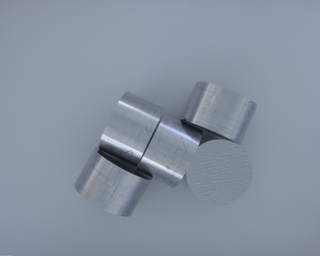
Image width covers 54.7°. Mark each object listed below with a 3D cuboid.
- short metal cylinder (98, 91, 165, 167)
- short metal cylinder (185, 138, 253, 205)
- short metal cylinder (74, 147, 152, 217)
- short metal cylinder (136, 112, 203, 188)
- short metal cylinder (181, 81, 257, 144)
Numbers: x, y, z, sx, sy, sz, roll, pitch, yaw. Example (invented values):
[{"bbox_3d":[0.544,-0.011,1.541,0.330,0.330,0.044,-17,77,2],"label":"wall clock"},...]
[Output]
[{"bbox_3d":[-0.034,0.001,0.382,0.050,0.080,0.080,26,90,-1],"label":"short metal cylinder"},{"bbox_3d":[0.071,0.053,0.398,0.081,0.050,0.079,0,90,-1],"label":"short metal cylinder"},{"bbox_3d":[-0.057,0.065,0.382,0.080,0.080,0.050,29,90,-1],"label":"short metal cylinder"},{"bbox_3d":[0.012,0.027,0.383,0.050,0.080,0.080,27,90,-1],"label":"short metal cylinder"},{"bbox_3d":[0.072,-0.018,0.383,0.080,0.080,0.050,23,90,-1],"label":"short metal cylinder"}]
